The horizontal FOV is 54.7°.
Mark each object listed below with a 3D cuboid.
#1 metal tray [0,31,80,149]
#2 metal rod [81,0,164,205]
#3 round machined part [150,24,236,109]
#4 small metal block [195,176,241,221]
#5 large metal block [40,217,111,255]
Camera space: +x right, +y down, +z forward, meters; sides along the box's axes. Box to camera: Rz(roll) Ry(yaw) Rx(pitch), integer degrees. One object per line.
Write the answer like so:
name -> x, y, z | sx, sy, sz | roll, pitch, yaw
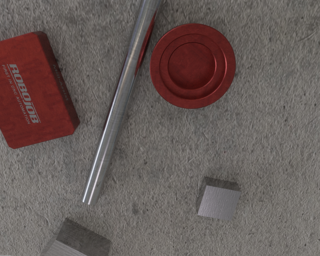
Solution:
metal tray -> -0.167, -0.045, 0.389 | 0.090, 0.030, 0.129 | -14, 110, 5
metal rod -> -0.052, -0.029, 0.398 | 0.025, 0.025, 0.298 | 18, 109, -7
round machined part -> 0.037, -0.075, 0.373 | 0.099, 0.042, 0.097 | 0, 110, 0
small metal block -> 0.083, 0.102, 0.448 | 0.050, 0.025, 0.050 | 11, 110, -5
large metal block -> -0.133, 0.197, 0.468 | 0.080, 0.050, 0.080 | 33, 107, -12
